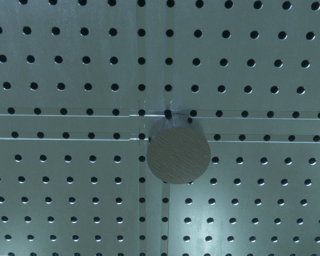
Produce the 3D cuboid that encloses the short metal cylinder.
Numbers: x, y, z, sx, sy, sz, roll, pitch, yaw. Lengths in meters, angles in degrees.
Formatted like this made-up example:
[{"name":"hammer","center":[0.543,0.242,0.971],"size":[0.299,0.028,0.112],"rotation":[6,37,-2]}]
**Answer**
[{"name":"short metal cylinder","center":[0.023,0.027,0.410],"size":[0.081,0.050,0.079],"rotation":[0,110,-1]}]
